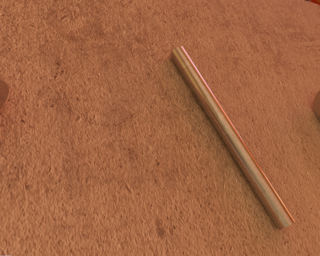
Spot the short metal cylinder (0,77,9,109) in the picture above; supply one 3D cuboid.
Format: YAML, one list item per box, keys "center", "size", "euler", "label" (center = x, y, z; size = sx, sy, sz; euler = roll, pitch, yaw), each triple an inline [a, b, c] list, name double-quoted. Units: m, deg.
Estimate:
- center: [-0.192, -0.034, 0.286]
  size: [0.050, 0.080, 0.080]
  euler: [46, 51, 3]
  label: "short metal cylinder"

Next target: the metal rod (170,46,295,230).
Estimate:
- center: [0.098, 0.004, 0.453]
  size: [0.025, 0.025, 0.299]
  euler: [-19, 72, -35]
  label: "metal rod"

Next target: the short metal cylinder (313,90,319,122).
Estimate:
- center: [0.337, -0.042, 0.575]
  size: [0.050, 0.080, 0.080]
  euler: [-5, 64, -31]
  label: "short metal cylinder"
